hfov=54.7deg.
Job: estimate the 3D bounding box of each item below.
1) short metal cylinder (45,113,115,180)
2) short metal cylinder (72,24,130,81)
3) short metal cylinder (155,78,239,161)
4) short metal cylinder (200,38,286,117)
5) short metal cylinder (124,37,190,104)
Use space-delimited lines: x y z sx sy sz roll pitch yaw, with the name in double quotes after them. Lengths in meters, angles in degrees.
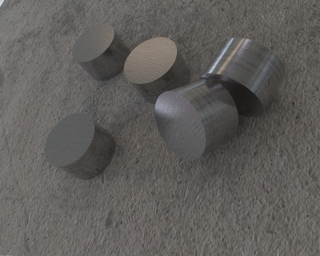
-0.110 0.026 0.430 0.080 0.050 0.080 -13 56 21 "short metal cylinder"
-0.097 -0.126 0.517 0.080 0.050 0.080 -13 56 21 "short metal cylinder"
0.039 -0.010 0.345 0.050 0.079 0.080 -25 43 -32 "short metal cylinder"
0.093 -0.056 0.354 0.080 0.080 0.050 25 75 36 "short metal cylinder"
-0.004 -0.081 0.440 0.080 0.050 0.080 -13 56 21 "short metal cylinder"
